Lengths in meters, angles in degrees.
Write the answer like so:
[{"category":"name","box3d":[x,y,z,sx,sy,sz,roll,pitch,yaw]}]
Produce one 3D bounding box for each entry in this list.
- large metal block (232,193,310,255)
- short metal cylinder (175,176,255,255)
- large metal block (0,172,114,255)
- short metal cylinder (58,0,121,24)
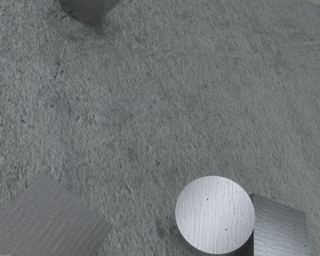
[{"category":"large metal block","box3d":[0.130,0.135,0.375,0.080,0.050,0.080,22,53,-15]},{"category":"short metal cylinder","box3d":[0.058,0.099,0.337,0.080,0.050,0.080,-2,59,4]},{"category":"large metal block","box3d":[-0.102,0.100,0.272,0.080,0.050,0.080,39,51,-2]},{"category":"short metal cylinder","box3d":[-0.100,-0.195,0.434,0.080,0.080,0.050,35,51,-5]}]
